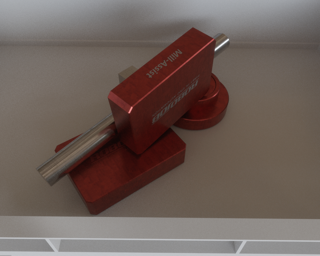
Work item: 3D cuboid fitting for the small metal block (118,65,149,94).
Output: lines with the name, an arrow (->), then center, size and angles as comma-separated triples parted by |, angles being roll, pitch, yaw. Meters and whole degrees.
small metal block -> -0.030, -0.050, 0.429 | 0.025, 0.050, 0.050 | -37, 60, -27

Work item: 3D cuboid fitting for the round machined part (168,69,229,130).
round machined part -> 0.047, -0.048, 0.432 | 0.099, 0.042, 0.098 | 0, 50, 0

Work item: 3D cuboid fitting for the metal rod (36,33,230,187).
metal rod -> -0.016, -0.037, 0.383 | 0.025, 0.025, 0.301 | 37, 63, 26

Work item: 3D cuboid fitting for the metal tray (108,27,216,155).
metal tray -> 0.007, -0.040, 0.346 | 0.030, 0.090, 0.131 | 37, 65, 23

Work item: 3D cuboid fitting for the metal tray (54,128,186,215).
metal tray -> -0.046, 0.032, 0.373 | 0.131, 0.030, 0.090 | -28, 56, -22
